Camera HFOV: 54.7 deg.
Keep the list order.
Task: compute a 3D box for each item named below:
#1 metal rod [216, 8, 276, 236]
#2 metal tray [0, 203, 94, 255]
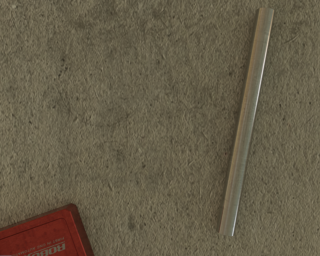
[{"bbox_3d":[0.113,-0.008,0.411,0.025,0.025,0.298,10,90,-1],"label":"metal rod"},{"bbox_3d":[-0.162,0.164,0.405,0.131,0.030,0.090,-19,90,-1],"label":"metal tray"}]
